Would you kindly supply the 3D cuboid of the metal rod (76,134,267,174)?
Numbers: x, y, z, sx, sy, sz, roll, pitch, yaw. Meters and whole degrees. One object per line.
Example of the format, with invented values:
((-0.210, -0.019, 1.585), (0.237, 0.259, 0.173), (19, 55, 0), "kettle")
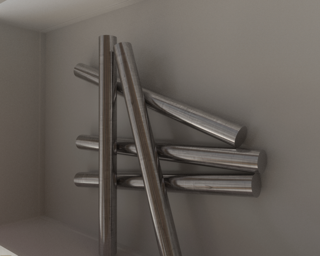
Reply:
((-0.011, 0.029, 0.412), (0.300, 0.025, 0.025), (3, 92, 39), "metal rod")

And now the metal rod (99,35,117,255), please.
((-0.072, 0.024, 0.428), (0.025, 0.025, 0.298), (0, 90, 39), "metal rod")

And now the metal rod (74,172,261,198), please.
((-0.016, 0.072, 0.416), (0.300, 0.025, 0.025), (-6, 86, 39), "metal rod")

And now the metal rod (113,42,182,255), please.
((-0.015, 0.034, 0.383), (0.025, 0.025, 0.299), (-22, 76, 37), "metal rod")

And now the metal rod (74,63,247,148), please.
((-0.022, -0.042, 0.420), (0.300, 0.025, 0.025), (26, 106, 36), "metal rod")
